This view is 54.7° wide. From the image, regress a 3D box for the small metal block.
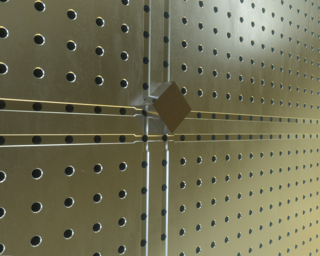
[{"bbox_3d":[0.009,-0.027,0.419,0.050,0.025,0.050,-49,119,-29],"label":"small metal block"}]
